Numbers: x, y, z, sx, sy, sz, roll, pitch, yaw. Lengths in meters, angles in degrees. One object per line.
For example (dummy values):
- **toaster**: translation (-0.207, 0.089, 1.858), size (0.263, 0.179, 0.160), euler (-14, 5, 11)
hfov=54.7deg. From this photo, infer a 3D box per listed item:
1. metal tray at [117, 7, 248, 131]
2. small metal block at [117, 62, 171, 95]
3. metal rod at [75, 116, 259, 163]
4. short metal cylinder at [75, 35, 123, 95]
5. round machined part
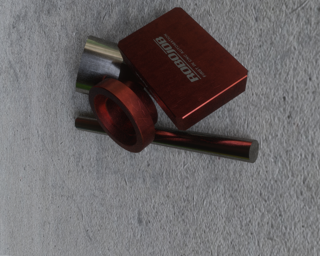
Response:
- **metal tray**: translation (0.023, -0.071, 0.351), size (0.090, 0.030, 0.130), euler (-34, 63, -7)
- **small metal block**: translation (-0.019, -0.063, 0.404), size (0.050, 0.050, 0.025), euler (30, 109, 36)
- **metal rod**: translation (-0.016, 0.008, 0.420), size (0.300, 0.025, 0.025), euler (8, 95, 39)
- **short metal cylinder**: translation (-0.082, -0.082, 0.432), size (0.080, 0.050, 0.080), euler (-164, 89, -79)
- **round machined part**: translation (-0.041, -0.020, 0.389), size (0.098, 0.042, 0.097), euler (35, 148, 26)
